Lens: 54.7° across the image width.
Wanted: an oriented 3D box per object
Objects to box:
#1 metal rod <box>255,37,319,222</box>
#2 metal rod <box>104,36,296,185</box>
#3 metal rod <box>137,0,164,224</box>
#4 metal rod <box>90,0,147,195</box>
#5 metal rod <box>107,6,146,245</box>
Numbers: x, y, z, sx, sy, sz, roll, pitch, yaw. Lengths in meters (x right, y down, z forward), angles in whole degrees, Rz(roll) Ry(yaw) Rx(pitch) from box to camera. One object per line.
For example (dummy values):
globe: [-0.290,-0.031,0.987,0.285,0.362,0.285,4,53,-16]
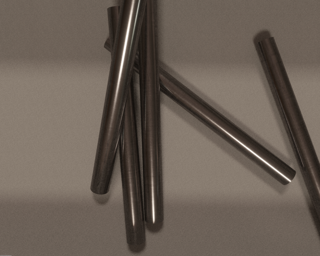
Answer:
metal rod: [0.191,0.024,0.413,0.025,0.025,0.299,-20,90,0]
metal rod: [0.053,-0.025,0.412,0.301,0.025,0.025,37,90,-1]
metal rod: [-0.012,-0.026,0.391,0.025,0.025,0.298,-2,98,-1]
metal rod: [-0.047,-0.051,0.352,0.025,0.025,0.298,14,114,-1]
metal rod: [-0.042,0.002,0.395,0.025,0.025,0.298,-4,96,-1]
